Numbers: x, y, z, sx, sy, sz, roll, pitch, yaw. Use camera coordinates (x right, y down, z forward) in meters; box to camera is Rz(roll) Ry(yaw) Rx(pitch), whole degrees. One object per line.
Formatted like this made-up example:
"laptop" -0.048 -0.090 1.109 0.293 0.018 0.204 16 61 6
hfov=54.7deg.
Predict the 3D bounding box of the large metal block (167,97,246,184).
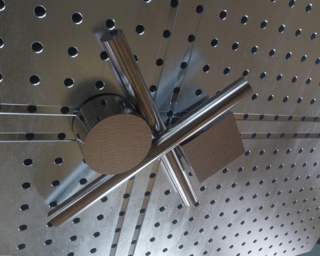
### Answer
"large metal block" 0.065 0.018 0.435 0.080 0.050 0.080 -33 129 -7

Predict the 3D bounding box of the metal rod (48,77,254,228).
"metal rod" -0.016 0.034 0.391 0.300 0.025 0.025 -35 130 6

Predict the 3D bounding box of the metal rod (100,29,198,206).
"metal rod" 0.000 0.010 0.412 0.025 0.025 0.299 -32 129 -8

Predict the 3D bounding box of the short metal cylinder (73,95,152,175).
"short metal cylinder" -0.056 0.008 0.365 0.081 0.050 0.079 -14 124 -21
